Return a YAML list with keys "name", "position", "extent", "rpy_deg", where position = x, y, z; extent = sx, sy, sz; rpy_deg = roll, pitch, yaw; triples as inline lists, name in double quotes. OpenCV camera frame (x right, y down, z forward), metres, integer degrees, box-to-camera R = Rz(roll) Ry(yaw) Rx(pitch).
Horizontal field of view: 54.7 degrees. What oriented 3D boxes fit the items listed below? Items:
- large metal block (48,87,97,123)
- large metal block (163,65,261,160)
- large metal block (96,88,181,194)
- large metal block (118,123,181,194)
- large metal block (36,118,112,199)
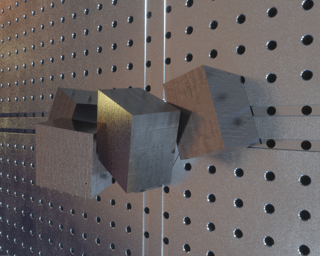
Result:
- name: "large metal block"
  position: [-0.117, -0.011, 0.466]
  extent: [0.050, 0.081, 0.079]
  rpy_deg: [37, 112, 33]
- name: "large metal block"
  position: [0.056, -0.014, 0.326]
  extent: [0.050, 0.081, 0.080]
  rpy_deg: [-21, 77, 38]
- name: "large metal block"
  position: [-0.027, 0.008, 0.323]
  extent: [0.080, 0.050, 0.079]
  rpy_deg: [35, 126, 50]
- name: "large metal block"
  position: [-0.024, 0.026, 0.410]
  extent: [0.080, 0.050, 0.079]
  rpy_deg: [39, 114, 32]
- name: "large metal block"
  position: [-0.107, 0.035, 0.394]
  extent: [0.080, 0.050, 0.079]
  rpy_deg: [9, 104, 18]
